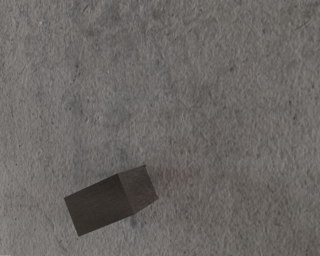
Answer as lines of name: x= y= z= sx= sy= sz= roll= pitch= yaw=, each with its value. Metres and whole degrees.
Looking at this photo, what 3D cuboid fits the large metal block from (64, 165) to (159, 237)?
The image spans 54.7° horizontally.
large metal block: x=-0.060 y=0.091 z=0.400 sx=0.080 sy=0.080 sz=0.050 roll=-26 pitch=82 yaw=18
